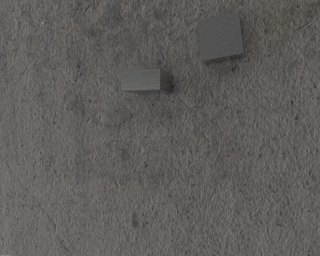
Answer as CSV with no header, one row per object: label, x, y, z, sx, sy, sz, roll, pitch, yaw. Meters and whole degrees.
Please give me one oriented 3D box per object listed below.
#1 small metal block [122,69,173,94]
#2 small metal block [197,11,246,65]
small metal block,-0.015,-0.059,0.401,0.050,0.050,0.025,1,91,20
small metal block,0.076,-0.109,0.382,0.050,0.025,0.050,-7,88,19
